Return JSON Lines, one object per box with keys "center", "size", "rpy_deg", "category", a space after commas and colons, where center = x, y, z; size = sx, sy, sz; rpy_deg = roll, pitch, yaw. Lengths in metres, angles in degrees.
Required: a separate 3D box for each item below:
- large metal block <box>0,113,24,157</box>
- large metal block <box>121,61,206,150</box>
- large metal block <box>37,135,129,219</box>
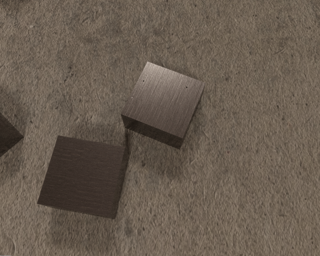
{"center": [-0.239, 0.005, 0.390], "size": [0.080, 0.050, 0.080], "rpy_deg": [42, 75, 13], "category": "large metal block"}
{"center": [0.005, -0.028, 0.405], "size": [0.080, 0.050, 0.080], "rpy_deg": [22, 71, 7], "category": "large metal block"}
{"center": [-0.087, 0.060, 0.372], "size": [0.080, 0.050, 0.080], "rpy_deg": [10, 70, 3], "category": "large metal block"}
